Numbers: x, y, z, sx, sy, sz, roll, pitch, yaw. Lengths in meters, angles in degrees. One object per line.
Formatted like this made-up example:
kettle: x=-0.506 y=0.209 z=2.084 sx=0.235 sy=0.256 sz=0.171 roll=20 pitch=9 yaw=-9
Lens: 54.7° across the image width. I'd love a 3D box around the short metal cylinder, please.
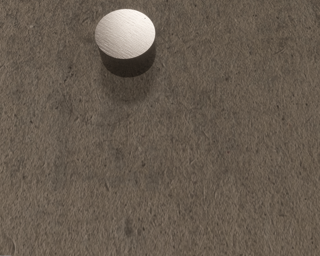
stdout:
short metal cylinder: x=-0.047 y=-0.119 z=0.438 sx=0.081 sy=0.050 sz=0.080 roll=0 pitch=70 yaw=0
